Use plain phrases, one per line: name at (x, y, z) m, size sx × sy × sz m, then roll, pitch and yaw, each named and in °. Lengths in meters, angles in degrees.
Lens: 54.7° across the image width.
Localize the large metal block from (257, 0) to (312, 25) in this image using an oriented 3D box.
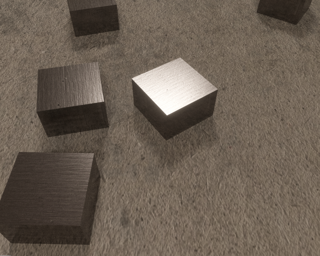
large metal block at (0.248, -0.253, 0.603) m, size 0.080 × 0.050 × 0.080 m, roll 28°, pitch 55°, yaw 21°

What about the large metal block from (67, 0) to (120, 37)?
large metal block at (-0.124, -0.217, 0.568) m, size 0.081 × 0.050 × 0.080 m, roll -13°, pitch 51°, yaw -11°

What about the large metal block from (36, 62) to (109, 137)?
large metal block at (-0.117, -0.040, 0.419) m, size 0.081 × 0.050 × 0.080 m, roll -10°, pitch 51°, yaw -9°

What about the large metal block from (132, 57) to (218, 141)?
large metal block at (0.018, -0.042, 0.422) m, size 0.081 × 0.050 × 0.080 m, roll -28°, pitch 56°, yaw -22°

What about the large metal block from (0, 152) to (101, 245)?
large metal block at (-0.112, 0.073, 0.324) m, size 0.081 × 0.050 × 0.080 m, roll 1°, pitch 50°, yaw 0°
